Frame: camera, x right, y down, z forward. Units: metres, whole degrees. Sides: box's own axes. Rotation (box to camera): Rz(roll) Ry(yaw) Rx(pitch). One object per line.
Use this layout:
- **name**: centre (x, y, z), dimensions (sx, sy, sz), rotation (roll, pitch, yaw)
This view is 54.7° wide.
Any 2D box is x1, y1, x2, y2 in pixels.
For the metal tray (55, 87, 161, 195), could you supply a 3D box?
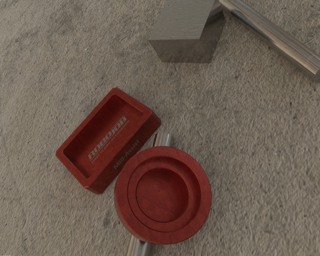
- **metal tray**: centre (-0.073, 0.014, 0.428), dimensions (0.090, 0.030, 0.130), rotation (35, 81, 38)

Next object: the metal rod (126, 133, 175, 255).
- **metal rod**: centre (-0.026, 0.143, 0.328), dimensions (0.025, 0.025, 0.300), rotation (-1, 61, 27)

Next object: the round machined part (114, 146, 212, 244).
- **round machined part**: centre (0.001, 0.072, 0.327), dimensions (0.099, 0.042, 0.098), rotation (6, 67, -13)

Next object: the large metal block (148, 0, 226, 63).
- **large metal block**: centre (0.041, -0.143, 0.453), dimensions (0.080, 0.050, 0.080), rotation (9, 66, 31)

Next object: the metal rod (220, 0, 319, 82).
- **metal rod**: centre (0.120, -0.161, 0.438), dimensions (0.025, 0.025, 0.300), rotation (-35, 51, 4)
